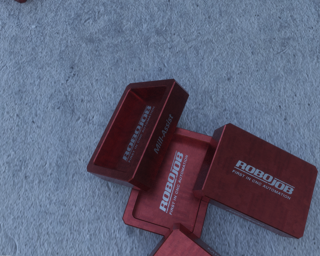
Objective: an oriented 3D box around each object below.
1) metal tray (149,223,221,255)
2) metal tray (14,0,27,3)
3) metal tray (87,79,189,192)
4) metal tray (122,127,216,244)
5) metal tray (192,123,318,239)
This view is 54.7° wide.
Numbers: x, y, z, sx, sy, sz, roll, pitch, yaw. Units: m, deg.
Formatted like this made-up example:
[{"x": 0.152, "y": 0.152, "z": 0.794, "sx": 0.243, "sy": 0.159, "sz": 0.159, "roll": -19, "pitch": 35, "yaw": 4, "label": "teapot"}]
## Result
[{"x": 0.041, "y": 0.176, "z": 0.323, "sx": 0.130, "sy": 0.030, "sz": 0.090, "roll": 38, "pitch": 89, "yaw": 6, "label": "metal tray"}, {"x": -0.252, "y": -0.266, "z": 0.501, "sx": 0.130, "sy": 0.030, "sz": 0.090, "roll": 27, "pitch": 72, "yaw": 9, "label": "metal tray"}, {"x": -0.027, "y": 0.004, "z": 0.375, "sx": 0.090, "sy": 0.030, "sz": 0.130, "roll": 3, "pitch": 63, "yaw": 46, "label": "metal tray"}, {"x": 0.018, "y": 0.066, "z": 0.381, "sx": 0.090, "sy": 0.030, "sz": 0.130, "roll": 16, "pitch": 71, "yaw": 5, "label": "metal tray"}, {"x": 0.114, "y": 0.062, "z": 0.364, "sx": 0.131, "sy": 0.030, "sz": 0.090, "roll": 26, "pitch": 71, "yaw": -8, "label": "metal tray"}]
